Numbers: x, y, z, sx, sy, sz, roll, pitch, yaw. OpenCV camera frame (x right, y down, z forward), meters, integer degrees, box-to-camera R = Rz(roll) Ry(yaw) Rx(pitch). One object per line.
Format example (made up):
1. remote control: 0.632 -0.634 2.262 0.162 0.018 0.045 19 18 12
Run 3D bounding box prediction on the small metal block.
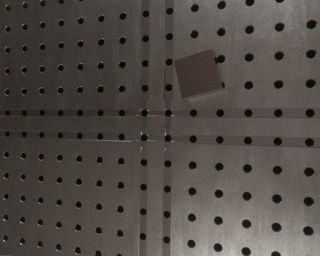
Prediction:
1. small metal block: 0.050 -0.067 0.394 0.050 0.025 0.050 -13 86 19
